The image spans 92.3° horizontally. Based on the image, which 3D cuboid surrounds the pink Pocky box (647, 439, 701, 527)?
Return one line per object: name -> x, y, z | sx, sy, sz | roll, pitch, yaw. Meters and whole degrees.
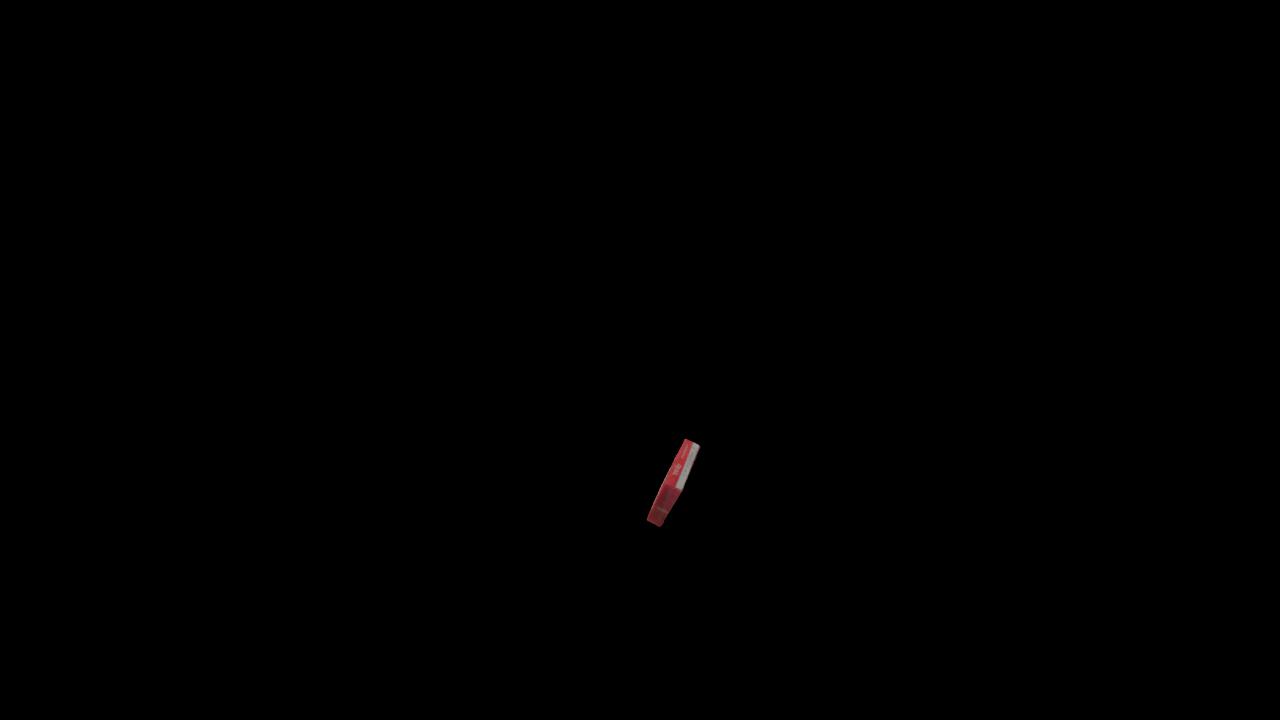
pink Pocky box -> 0.050, 0.194, 0.957 | 0.029, 0.084, 0.155 | 25, -35, 6
